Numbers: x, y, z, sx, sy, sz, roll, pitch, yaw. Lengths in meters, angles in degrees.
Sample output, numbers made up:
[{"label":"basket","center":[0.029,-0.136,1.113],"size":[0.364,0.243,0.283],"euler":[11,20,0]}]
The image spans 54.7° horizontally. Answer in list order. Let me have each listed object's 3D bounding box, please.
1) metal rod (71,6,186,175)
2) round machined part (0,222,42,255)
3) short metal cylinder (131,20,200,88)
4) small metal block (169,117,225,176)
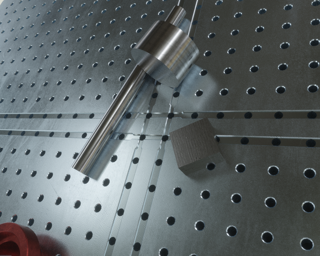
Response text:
[{"label":"metal rod","center":[-0.040,-0.066,0.467],"size":[0.025,0.025,0.300],"euler":[19,71,35]},{"label":"round machined part","center":[-0.189,0.173,0.388],"size":[0.098,0.042,0.098],"euler":[-13,56,20]},{"label":"short metal cylinder","center":[0.007,-0.101,0.430],"size":[0.080,0.080,0.050],"euler":[29,78,37]},{"label":"small metal block","center":[0.044,0.022,0.371],"size":[0.050,0.025,0.050],"euler":[-23,53,13]}]
